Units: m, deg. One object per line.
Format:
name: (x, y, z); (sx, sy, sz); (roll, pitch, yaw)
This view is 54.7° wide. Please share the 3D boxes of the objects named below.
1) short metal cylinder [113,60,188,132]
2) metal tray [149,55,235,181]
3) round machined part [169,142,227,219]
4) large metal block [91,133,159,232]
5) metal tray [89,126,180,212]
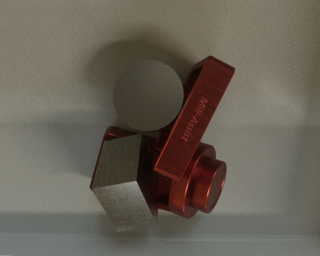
short metal cylinder: (-0.009, -0.035, 0.367); (0.080, 0.050, 0.080); (-1, 87, 11)
metal tray: (0.031, -0.013, 0.354); (0.030, 0.090, 0.129); (26, 92, -6)
round machined part: (0.053, 0.069, 0.393); (0.042, 0.099, 0.097); (17, 112, 26)
large metal block: (-0.037, 0.066, 0.380); (0.050, 0.080, 0.080); (-12, 126, 10)
metal tray: (-0.021, 0.059, 0.427); (0.131, 0.030, 0.089); (16, 109, -6)
